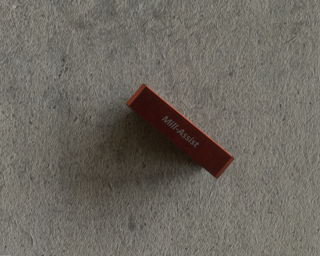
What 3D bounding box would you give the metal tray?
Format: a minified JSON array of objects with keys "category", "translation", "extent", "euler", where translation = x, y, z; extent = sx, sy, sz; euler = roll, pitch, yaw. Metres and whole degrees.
[{"category":"metal tray","translation":[0.022,0.003,0.379],"extent":[0.130,0.090,0.030],"euler":[39,90,-1]}]
